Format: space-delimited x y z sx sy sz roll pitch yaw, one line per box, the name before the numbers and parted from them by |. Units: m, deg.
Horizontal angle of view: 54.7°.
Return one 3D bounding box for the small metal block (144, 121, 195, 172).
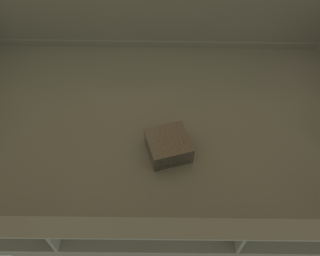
small metal block | 0.010 0.022 0.387 0.050 0.025 0.050 -12 51 -11
